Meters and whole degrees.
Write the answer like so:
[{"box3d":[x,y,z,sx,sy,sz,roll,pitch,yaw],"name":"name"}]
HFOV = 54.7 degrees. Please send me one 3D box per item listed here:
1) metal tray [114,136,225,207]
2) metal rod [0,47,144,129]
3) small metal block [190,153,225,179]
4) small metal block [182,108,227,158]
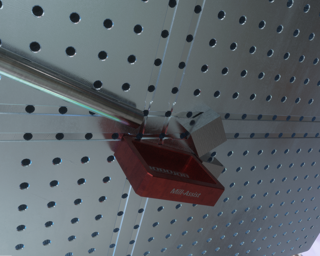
[{"box3d":[0.013,0.058,0.413,0.131,0.090,0.030,17,109,-35],"name":"metal tray"},{"box3d":[-0.139,-0.058,0.299,0.302,0.025,0.025,23,106,-37],"name":"metal rod"},{"box3d":[0.067,0.071,0.494,0.050,0.025,0.050,18,109,-36],"name":"small metal block"},{"box3d":[0.066,0.007,0.454,0.050,0.025,0.050,-31,129,-9],"name":"small metal block"}]
